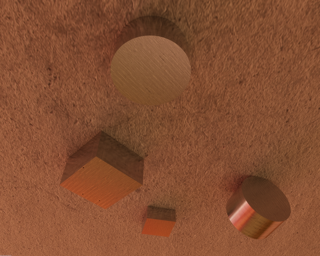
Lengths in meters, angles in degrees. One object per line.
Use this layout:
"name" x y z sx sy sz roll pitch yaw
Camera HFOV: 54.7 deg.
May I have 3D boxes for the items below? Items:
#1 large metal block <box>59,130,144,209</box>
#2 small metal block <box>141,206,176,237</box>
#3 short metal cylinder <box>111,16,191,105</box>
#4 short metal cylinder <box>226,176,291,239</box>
"large metal block" -0.081 0.062 0.443 0.080 0.050 0.080 -37 121 27
"small metal block" -0.003 0.166 0.548 0.050 0.025 0.050 10 130 -9
"short metal cylinder" -0.009 -0.071 0.330 0.081 0.050 0.079 0 130 0
"short metal cylinder" 0.150 0.122 0.476 0.081 0.080 0.050 15 129 -13
